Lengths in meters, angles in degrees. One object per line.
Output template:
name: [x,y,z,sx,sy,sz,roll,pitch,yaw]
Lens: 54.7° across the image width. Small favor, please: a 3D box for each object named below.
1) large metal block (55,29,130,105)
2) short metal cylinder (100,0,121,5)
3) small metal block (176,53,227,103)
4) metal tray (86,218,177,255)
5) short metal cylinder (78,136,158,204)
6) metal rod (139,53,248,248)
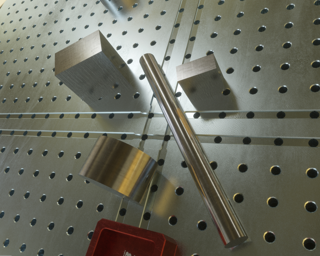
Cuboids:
large metal block: [-0.105,-0.092,0.485,0.080,0.080,0.050,-24,53,13]
short metal cylinder: [-0.101,-0.298,0.629,0.080,0.050,0.080,-13,56,21]
small metal block: [0.054,-0.063,0.403,0.050,0.050,0.025,-16,55,19]
metal tray: [-0.044,0.170,0.323,0.090,0.030,0.130,4,63,30]
short metal cylinder: [-0.049,0.050,0.368,0.080,0.080,0.050,14,69,33]
metal rod: [0.027,0.002,0.392,0.025,0.025,0.300,-30,52,9]
